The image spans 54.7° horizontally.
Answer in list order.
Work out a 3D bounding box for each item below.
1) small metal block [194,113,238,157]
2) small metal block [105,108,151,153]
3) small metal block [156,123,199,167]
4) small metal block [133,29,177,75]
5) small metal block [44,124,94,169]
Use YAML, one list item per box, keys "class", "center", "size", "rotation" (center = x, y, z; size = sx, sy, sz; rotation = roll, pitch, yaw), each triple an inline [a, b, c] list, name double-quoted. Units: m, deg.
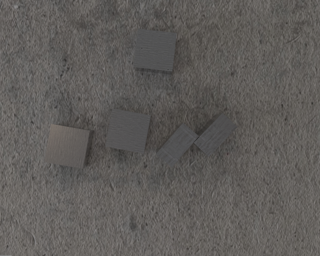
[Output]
- class: "small metal block"
  center: [0.067, 0.008, 0.398]
  size: [0.025, 0.050, 0.050]
  rotation: [44, 90, 0]
- class: "small metal block"
  center: [-0.041, 0.004, 0.410]
  size: [0.050, 0.025, 0.050]
  rotation: [10, 90, 0]
- class: "small metal block"
  center: [0.021, 0.020, 0.398]
  size: [0.025, 0.050, 0.050]
  rotation: [41, 90, 0]
- class: "small metal block"
  center: [-0.006, -0.100, 0.410]
  size: [0.050, 0.025, 0.050]
  rotation: [6, 90, 0]
- class: "small metal block"
  center: [-0.119, 0.023, 0.409]
  size: [0.050, 0.025, 0.050]
  rotation: [10, 90, 0]
